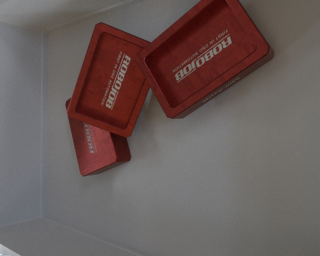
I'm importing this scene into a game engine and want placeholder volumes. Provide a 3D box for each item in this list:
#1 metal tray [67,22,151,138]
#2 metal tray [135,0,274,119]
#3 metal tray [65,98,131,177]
[{"bbox_3d":[-0.059,-0.062,0.414,0.090,0.030,0.129,21,104,-7],"label":"metal tray"},{"bbox_3d":[0.045,-0.080,0.345,0.130,0.030,0.090,-34,76,25],"label":"metal tray"},{"bbox_3d":[-0.100,0.002,0.486,0.090,0.030,0.129,-26,74,37],"label":"metal tray"}]
